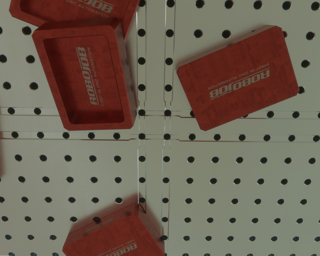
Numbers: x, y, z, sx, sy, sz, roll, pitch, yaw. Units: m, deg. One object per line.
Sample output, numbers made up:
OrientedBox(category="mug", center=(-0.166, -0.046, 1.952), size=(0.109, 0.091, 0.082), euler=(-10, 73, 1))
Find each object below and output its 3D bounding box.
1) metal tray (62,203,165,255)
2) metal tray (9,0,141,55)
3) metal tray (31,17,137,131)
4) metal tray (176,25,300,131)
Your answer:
OrientedBox(category="metal tray", center=(-0.069, 0.182, 0.477), size=(0.130, 0.030, 0.090), euler=(-27, 108, 9))
OrientedBox(category="metal tray", center=(-0.093, -0.148, 0.354), size=(0.131, 0.030, 0.089), euler=(20, 109, -8))
OrientedBox(category="metal tray", center=(-0.082, -0.058, 0.365), size=(0.090, 0.030, 0.129), euler=(-2, 125, 8))
OrientedBox(category="metal tray", center=(0.096, -0.061, 0.390), size=(0.130, 0.030, 0.090), euler=(-22, 109, 7))
